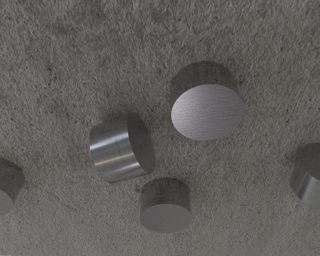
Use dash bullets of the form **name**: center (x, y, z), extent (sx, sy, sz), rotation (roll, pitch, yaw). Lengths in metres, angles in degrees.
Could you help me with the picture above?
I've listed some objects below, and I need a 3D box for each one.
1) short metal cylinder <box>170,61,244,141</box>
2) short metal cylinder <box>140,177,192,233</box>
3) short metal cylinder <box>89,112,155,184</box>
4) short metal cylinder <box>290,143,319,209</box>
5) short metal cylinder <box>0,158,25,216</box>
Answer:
- **short metal cylinder**: center (0.053, -0.031, 0.365), extent (0.081, 0.050, 0.079), rotation (0, 130, 0)
- **short metal cylinder**: center (0.009, 0.125, 0.497), extent (0.081, 0.050, 0.079), rotation (0, 130, 0)
- **short metal cylinder**: center (-0.045, 0.026, 0.392), extent (0.050, 0.080, 0.080), rotation (-18, 128, 15)
- **short metal cylinder**: center (0.229, 0.066, 0.429), extent (0.080, 0.080, 0.050), rotation (-1, 130, 0)
- **short metal cylinder**: center (-0.253, 0.088, 0.463), extent (0.081, 0.050, 0.079), rotation (0, 130, 0)
